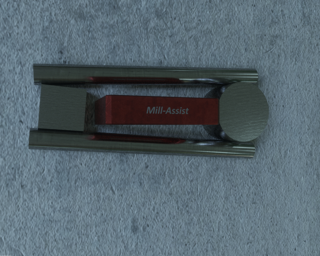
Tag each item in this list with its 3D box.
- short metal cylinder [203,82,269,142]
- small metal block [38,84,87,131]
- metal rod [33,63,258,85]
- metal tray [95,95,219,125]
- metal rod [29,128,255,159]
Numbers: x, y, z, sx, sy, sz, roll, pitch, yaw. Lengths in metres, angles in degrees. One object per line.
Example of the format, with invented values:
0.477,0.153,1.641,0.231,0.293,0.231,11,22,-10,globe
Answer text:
0.103,-0.022,0.434,0.081,0.050,0.079,0,90,-20,short metal cylinder
-0.116,-0.023,0.368,0.050,0.025,0.050,5,89,-20,small metal block
-0.004,-0.069,0.409,0.303,0.025,0.025,-3,91,-20,metal rod
-0.007,-0.019,0.372,0.131,0.090,0.030,0,90,-20,metal tray
-0.008,0.023,0.407,0.302,0.025,0.025,4,89,-20,metal rod
